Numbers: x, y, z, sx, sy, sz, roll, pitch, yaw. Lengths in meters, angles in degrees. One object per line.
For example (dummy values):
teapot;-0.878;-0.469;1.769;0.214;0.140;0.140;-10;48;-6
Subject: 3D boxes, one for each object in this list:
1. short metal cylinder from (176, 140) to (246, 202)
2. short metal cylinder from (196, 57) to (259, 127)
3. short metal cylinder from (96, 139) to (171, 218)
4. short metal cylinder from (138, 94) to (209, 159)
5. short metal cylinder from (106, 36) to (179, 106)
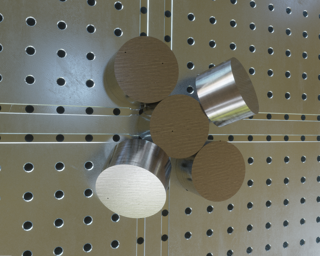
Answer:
short metal cylinder;0.069;0.056;0.426;0.081;0.050;0.079;0;90;-21
short metal cylinder;0.091;-0.047;0.412;0.080;0.050;0.080;36;42;-41
short metal cylinder;-0.029;0.060;0.367;0.080;0.050;0.079;4;121;7
short metal cylinder;0.017;-0.002;0.406;0.081;0.050;0.079;0;90;-21
short metal cylinder;-0.023;-0.070;0.391;0.081;0.050;0.079;0;90;-21
